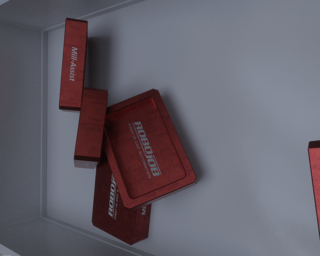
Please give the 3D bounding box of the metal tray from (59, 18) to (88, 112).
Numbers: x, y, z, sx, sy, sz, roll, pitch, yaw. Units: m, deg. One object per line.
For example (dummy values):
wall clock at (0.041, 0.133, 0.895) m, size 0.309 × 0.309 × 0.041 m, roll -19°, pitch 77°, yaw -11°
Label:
metal tray at (-0.131, -0.090, 0.476) m, size 0.090 × 0.030 × 0.129 m, roll -178°, pitch 92°, yaw -76°

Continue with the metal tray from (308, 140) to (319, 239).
metal tray at (0.150, 0.072, 0.239) m, size 0.030 × 0.091 × 0.129 m, roll -9°, pitch 84°, yaw 40°

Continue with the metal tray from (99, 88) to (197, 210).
metal tray at (-0.020, 0.025, 0.388) m, size 0.090 × 0.030 × 0.130 m, roll -23°, pitch 72°, yaw -1°

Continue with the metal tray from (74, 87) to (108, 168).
metal tray at (-0.097, 0.006, 0.427) m, size 0.130 × 0.030 × 0.090 m, roll 142°, pitch 134°, yaw -71°

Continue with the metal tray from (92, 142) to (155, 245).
metal tray at (-0.055, 0.089, 0.449) m, size 0.090 × 0.030 × 0.129 m, roll 10°, pitch 96°, yaw 39°
